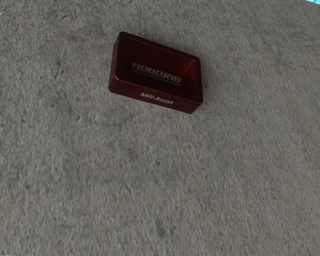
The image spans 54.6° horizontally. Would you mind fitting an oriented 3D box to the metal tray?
[{"bbox_3d":[-0.003,-0.078,0.445,0.131,0.030,0.090,14,56,-21],"label":"metal tray"}]
